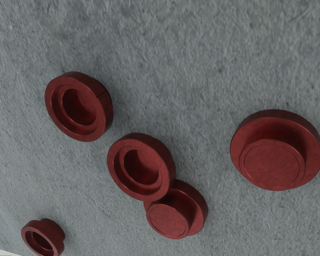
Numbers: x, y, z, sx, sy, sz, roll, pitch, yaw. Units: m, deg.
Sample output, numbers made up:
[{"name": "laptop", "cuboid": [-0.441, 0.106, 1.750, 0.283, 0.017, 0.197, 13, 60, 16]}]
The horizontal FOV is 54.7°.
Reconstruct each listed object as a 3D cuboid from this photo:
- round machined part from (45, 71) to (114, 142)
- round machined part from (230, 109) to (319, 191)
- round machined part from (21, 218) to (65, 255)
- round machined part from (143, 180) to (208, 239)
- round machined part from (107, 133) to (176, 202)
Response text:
[{"name": "round machined part", "cuboid": [-0.106, -0.033, 0.430, 0.098, 0.042, 0.097, 13, 124, 20]}, {"name": "round machined part", "cuboid": [0.127, 0.032, 0.348, 0.098, 0.042, 0.097, 13, 124, 20]}, {"name": "round machined part", "cuboid": [-0.245, 0.234, 0.667, 0.098, 0.042, 0.097, 13, 124, 20]}, {"name": "round machined part", "cuboid": [0.018, 0.127, 0.463, 0.098, 0.042, 0.097, 13, 124, 20]}, {"name": "round machined part", "cuboid": [-0.022, 0.050, 0.433, 0.098, 0.042, 0.097, 12, 119, 24]}]
